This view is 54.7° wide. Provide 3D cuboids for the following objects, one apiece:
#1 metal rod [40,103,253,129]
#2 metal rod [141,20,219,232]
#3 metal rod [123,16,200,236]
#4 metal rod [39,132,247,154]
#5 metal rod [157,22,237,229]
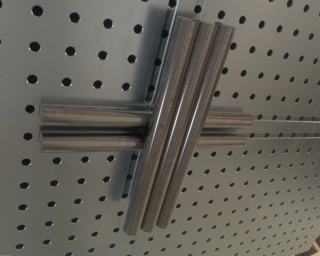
[{"bbox_3d":[0.004,-0.013,0.407,0.303,0.025,0.025,1,118,-29],"label":"metal rod"},{"bbox_3d":[0.017,0.016,0.400,0.025,0.025,0.298,1,118,-29],"label":"metal rod"},{"bbox_3d":[-0.006,0.016,0.387,0.025,0.025,0.298,1,118,-29],"label":"metal rod"},{"bbox_3d":[-0.002,0.018,0.423,0.303,0.025,0.025,1,118,-29],"label":"metal rod"},{"bbox_3d":[0.039,0.014,0.411,0.025,0.025,0.298,1,118,-29],"label":"metal rod"}]
